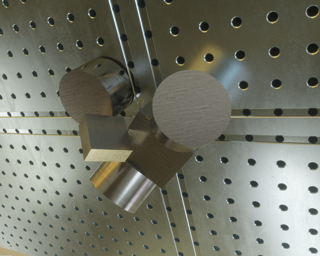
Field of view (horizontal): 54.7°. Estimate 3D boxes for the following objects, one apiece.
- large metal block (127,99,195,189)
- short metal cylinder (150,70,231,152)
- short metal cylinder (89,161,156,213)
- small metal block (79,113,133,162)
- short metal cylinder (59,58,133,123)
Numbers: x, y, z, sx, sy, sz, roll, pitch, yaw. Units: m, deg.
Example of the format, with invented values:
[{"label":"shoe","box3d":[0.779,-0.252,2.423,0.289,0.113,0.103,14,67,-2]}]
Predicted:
[{"label":"large metal block","box3d":[-0.001,0.018,0.399,0.080,0.050,0.080,38,129,2]},{"label":"short metal cylinder","box3d":[0.030,-0.016,0.336,0.080,0.080,0.050,37,167,3]},{"label":"short metal cylinder","box3d":[-0.051,0.074,0.436,0.080,0.080,0.050,37,84,5]},{"label":"small metal block","box3d":[-0.065,0.012,0.368,0.025,0.050,0.050,-53,44,41]},{"label":"short metal cylinder","box3d":[-0.083,-0.046,0.406,0.080,0.050,0.079,13,124,21]}]
